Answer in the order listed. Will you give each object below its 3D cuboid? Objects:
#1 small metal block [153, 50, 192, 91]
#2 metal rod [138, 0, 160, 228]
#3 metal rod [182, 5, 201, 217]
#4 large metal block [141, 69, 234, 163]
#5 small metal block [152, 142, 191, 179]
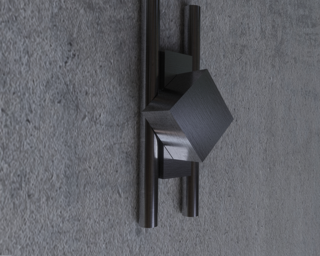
[{"bbox_3d":[0.017,-0.075,0.421,0.050,0.025,0.050,1,90,-40],"label":"small metal block"},{"bbox_3d":[-0.013,-0.025,0.397,0.025,0.025,0.298,1,90,-40],"label":"metal rod"},{"bbox_3d":[0.045,-0.024,0.447,0.025,0.025,0.298,1,90,-40],"label":"metal rod"},{"bbox_3d":[0.037,-0.015,0.388,0.080,0.050,0.080,-49,119,-29],"label":"large metal block"},{"bbox_3d":[0.016,0.041,0.420,0.050,0.025,0.050,1,90,-40],"label":"small metal block"}]
